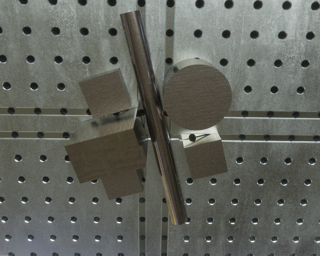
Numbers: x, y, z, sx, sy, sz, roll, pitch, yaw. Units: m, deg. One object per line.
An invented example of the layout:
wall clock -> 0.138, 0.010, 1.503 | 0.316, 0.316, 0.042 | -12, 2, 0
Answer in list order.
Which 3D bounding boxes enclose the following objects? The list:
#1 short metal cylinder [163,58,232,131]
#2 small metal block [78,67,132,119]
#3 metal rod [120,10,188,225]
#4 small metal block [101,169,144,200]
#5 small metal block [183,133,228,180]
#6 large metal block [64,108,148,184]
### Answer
short metal cylinder -> 0.044, -0.043, 0.384 | 0.081, 0.050, 0.079 | 0, 110, -1
small metal block -> -0.068, -0.044, 0.396 | 0.050, 0.025, 0.050 | -16, 110, 5
metal rod -> -0.003, 0.001, 0.413 | 0.025, 0.025, 0.298 | -12, 110, 4
small metal block -> -0.054, 0.068, 0.438 | 0.050, 0.025, 0.050 | -15, 110, 5
small metal block -> 0.063, 0.039, 0.428 | 0.050, 0.025, 0.050 | -14, 110, 4
large metal block -> -0.062, 0.019, 0.389 | 0.080, 0.080, 0.050 | -14, 110, 5
